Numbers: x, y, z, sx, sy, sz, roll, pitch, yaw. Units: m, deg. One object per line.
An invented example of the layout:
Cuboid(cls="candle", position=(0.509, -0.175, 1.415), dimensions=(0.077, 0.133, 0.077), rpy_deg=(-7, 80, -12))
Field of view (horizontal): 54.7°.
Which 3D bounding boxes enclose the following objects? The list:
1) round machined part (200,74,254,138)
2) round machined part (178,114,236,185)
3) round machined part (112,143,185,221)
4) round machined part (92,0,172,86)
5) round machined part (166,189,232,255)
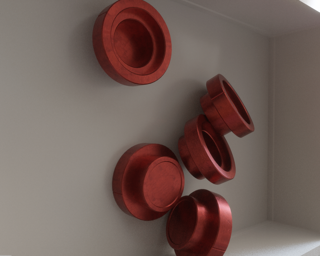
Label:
Cuboid(cls="round machined part", position=(0.095, -0.028, 0.457), dimensions=(0.098, 0.042, 0.098), rpy_deg=(45, 26, -29))
Cuboid(cls="round machined part", position=(0.061, 0.033, 0.431), dimensions=(0.098, 0.042, 0.098), rpy_deg=(41, 32, -33))
Cuboid(cls="round machined part", position=(-0.007, 0.068, 0.392), dimensions=(0.099, 0.042, 0.097), rpy_deg=(0, 90, -40))
Cuboid(cls="round machined part", position=(-0.036, -0.098, 0.367), dimensions=(0.099, 0.042, 0.097), rpy_deg=(0, 90, -40))
Cuboid(cls="round machined part", position=(0.044, 0.126, 0.400), dimensions=(0.042, 0.098, 0.098), rpy_deg=(25, 74, -24))
